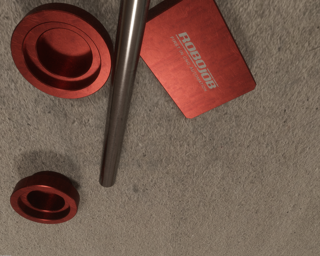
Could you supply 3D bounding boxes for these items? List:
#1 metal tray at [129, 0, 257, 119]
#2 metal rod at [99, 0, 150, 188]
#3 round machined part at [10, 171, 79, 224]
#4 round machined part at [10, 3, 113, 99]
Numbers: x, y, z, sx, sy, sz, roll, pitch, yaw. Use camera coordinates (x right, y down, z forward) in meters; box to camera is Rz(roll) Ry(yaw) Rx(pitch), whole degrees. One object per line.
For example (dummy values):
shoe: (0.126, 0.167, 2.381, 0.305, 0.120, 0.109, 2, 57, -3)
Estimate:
metal tray: (0.038, -0.078, 0.338, 0.090, 0.030, 0.130, -26, 126, 20)
metal rod: (-0.050, -0.017, 0.367, 0.025, 0.025, 0.298, 9, 137, -8)
round machined part: (-0.175, 0.104, 0.482, 0.099, 0.042, 0.097, -1, 130, 0)
round machined part: (-0.098, -0.082, 0.325, 0.099, 0.042, 0.097, -1, 130, 0)
